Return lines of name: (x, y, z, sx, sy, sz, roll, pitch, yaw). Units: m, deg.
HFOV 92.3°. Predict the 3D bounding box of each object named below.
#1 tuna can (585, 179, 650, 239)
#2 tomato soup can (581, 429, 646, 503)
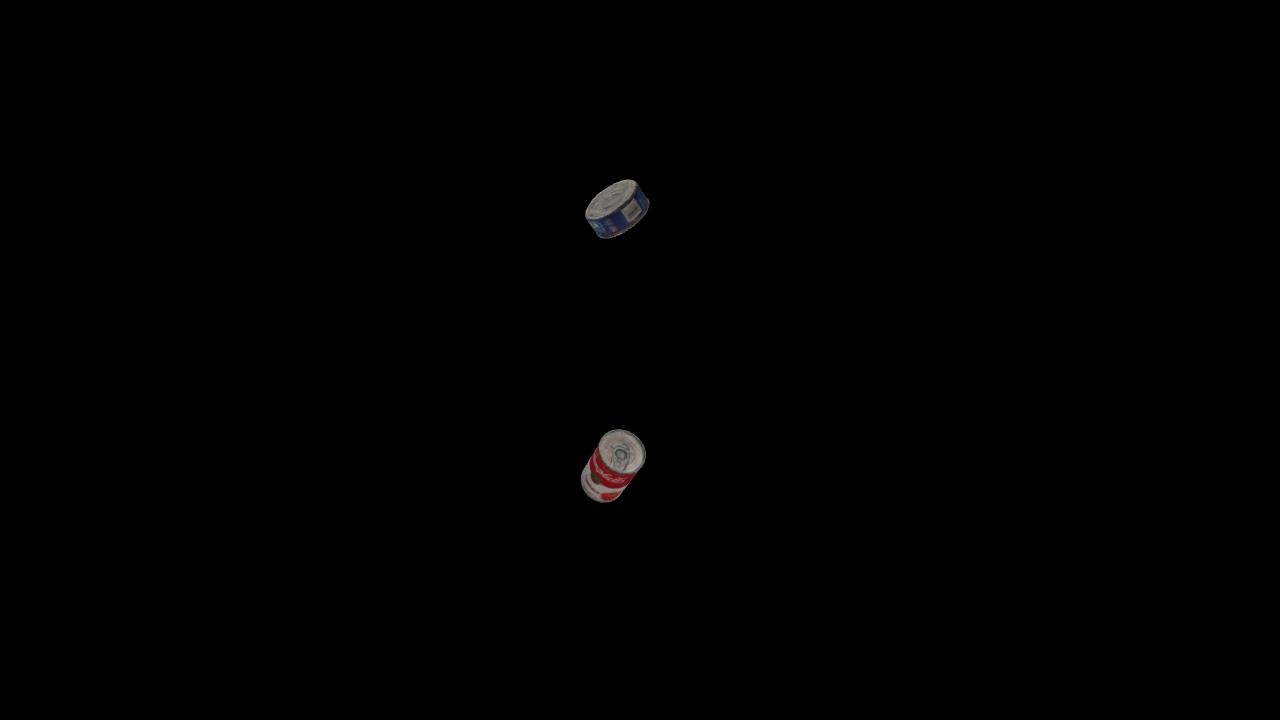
tuna can: (-0.031, -0.202, 0.821, 0.084, 0.084, 0.034, 0, -39, 41)
tomato soup can: (-0.040, 0.151, 0.864, 0.068, 0.068, 0.101, 0, -35, -24)
